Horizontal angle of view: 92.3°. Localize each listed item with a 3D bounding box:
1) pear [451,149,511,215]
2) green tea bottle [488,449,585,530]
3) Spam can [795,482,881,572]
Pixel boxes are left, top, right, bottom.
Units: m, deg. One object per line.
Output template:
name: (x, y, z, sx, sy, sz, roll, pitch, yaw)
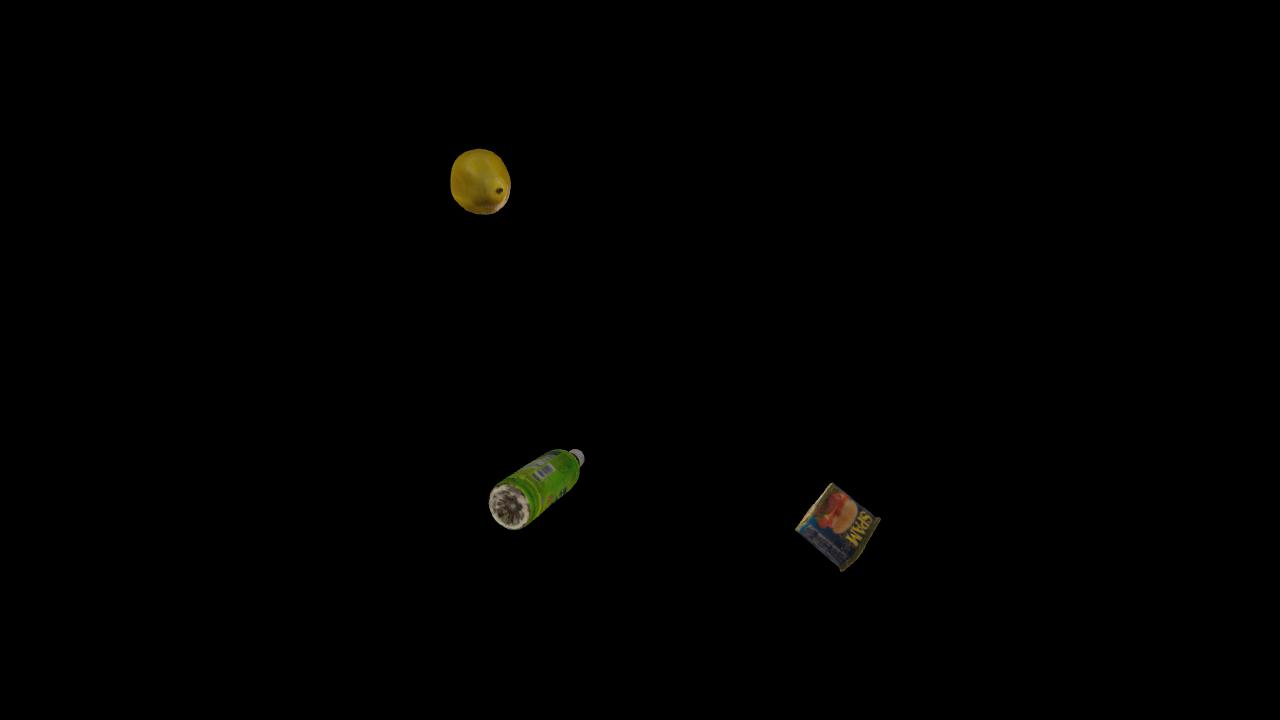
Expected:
pear: (-0.187, -0.211, 0.760, 0.080, 0.080, 0.111, 0, 33, -41)
green tea bottle: (-0.140, 0.179, 0.920, 0.073, 0.073, 0.212, 0, 11, 22)
Spam can: (0.287, 0.240, 0.895, 0.085, 0.058, 0.101, 39, 43, 17)
